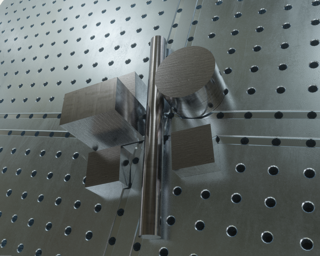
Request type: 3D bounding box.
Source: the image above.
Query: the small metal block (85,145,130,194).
[{"bbox_3d":[-0.068,0.055,0.409,0.050,0.025,0.050,-14,56,19],"label":"small metal block"}]

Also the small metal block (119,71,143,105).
[{"bbox_3d":[-0.054,-0.051,0.466,0.050,0.025,0.050,-16,55,18],"label":"small metal block"}]

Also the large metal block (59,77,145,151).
[{"bbox_3d":[-0.073,-0.015,0.417,0.080,0.080,0.050,-14,56,20],"label":"large metal block"}]

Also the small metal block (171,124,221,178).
[{"bbox_3d":[0.042,0.027,0.368,0.050,0.025,0.050,-14,56,20],"label":"small metal block"}]

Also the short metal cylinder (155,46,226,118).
[{"bbox_3d":[0.040,-0.060,0.406,0.080,0.050,0.080,-13,56,20],"label":"short metal cylinder"}]

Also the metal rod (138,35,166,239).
[{"bbox_3d":[-0.007,-0.009,0.416,0.025,0.025,0.299,-12,57,21],"label":"metal rod"}]
